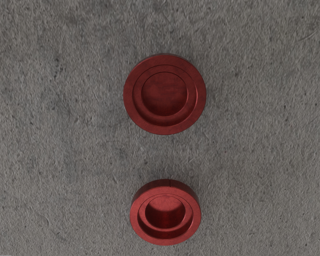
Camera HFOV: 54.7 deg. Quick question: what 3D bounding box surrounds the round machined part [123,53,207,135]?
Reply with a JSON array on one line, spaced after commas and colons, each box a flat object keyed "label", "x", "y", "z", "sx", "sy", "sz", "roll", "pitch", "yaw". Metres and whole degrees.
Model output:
[{"label": "round machined part", "x": 0.006, "y": -0.044, "z": 0.385, "sx": 0.099, "sy": 0.042, "sz": 0.097, "roll": 0, "pitch": 110, "yaw": 0}]

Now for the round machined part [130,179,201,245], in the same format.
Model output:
[{"label": "round machined part", "x": 0.008, "y": 0.115, "z": 0.443, "sx": 0.099, "sy": 0.042, "sz": 0.097, "roll": 0, "pitch": 110, "yaw": 0}]
